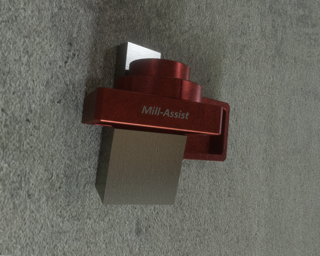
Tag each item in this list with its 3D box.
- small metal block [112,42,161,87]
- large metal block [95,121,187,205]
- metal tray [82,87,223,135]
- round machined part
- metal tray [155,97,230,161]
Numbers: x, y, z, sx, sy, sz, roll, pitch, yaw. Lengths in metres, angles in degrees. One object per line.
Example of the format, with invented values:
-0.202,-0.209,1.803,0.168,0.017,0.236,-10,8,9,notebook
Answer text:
-0.028,-0.073,0.385,0.050,0.025,0.050,8,85,-40,small metal block
-0.023,0.038,0.348,0.081,0.050,0.079,6,99,-22,large metal block
-0.011,-0.014,0.334,0.131,0.090,0.030,7,86,-22,metal tray
-0.002,-0.048,0.345,0.099,0.098,0.042,8,85,-40,round machined part
0.046,0.000,0.444,0.131,0.030,0.089,8,85,-40,metal tray
